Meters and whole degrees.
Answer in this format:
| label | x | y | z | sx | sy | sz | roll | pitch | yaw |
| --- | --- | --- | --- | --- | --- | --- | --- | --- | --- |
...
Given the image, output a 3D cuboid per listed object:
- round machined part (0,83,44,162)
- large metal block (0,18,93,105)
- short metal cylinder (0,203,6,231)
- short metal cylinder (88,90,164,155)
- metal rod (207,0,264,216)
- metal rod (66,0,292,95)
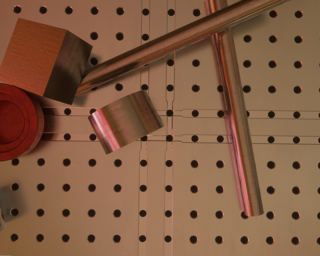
| label | x | y | z | sx | sy | sz | roll | pitch | yaw |
| --- | --- | --- | --- | --- | --- | --- | --- | --- | --- |
| round machined part | -0.200 | -0.007 | 0.403 | 0.099 | 0.042 | 0.097 | 0 | 90 | 0 |
| large metal block | -0.143 | -0.082 | 0.385 | 0.080 | 0.050 | 0.080 | 20 | 90 | 24 |
| short metal cylinder | -0.241 | 0.113 | 0.384 | 0.080 | 0.080 | 0.050 | -15 | 90 | 0 |
| short metal cylinder | -0.042 | -0.007 | 0.385 | 0.080 | 0.080 | 0.050 | -27 | 90 | 0 |
| metal rod | 0.100 | -0.033 | 0.413 | 0.025 | 0.025 | 0.298 | -10 | 90 | 0 |
| metal rod | 0.018 | -0.111 | 0.395 | 0.301 | 0.025 | 0.025 | -22 | 90 | 7 |
